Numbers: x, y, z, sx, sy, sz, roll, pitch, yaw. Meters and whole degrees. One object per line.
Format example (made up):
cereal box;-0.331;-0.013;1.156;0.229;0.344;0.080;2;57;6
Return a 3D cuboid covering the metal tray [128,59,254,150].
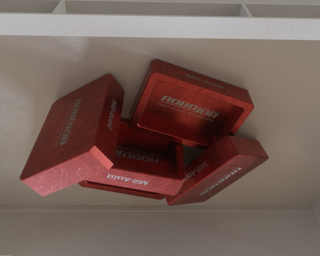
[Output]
metal tray;0.036;-0.022;0.385;0.131;0.030;0.089;16;128;-14

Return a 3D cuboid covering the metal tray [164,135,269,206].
metal tray;0.075;0.062;0.432;0.091;0.030;0.129;9;137;-46

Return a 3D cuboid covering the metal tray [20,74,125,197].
metal tray;-0.089;0.002;0.337;0.090;0.130;0.030;-23;127;19

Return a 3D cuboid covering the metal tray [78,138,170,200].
metal tray;-0.045;0.057;0.449;0.131;0.030;0.089;12;129;-11

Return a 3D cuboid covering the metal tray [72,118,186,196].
metal tray;-0.037;0.030;0.388;0.131;0.090;0.030;12;129;-11
